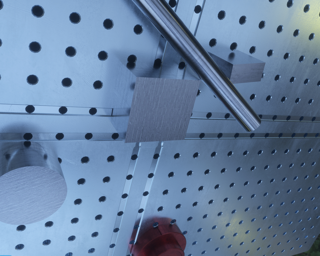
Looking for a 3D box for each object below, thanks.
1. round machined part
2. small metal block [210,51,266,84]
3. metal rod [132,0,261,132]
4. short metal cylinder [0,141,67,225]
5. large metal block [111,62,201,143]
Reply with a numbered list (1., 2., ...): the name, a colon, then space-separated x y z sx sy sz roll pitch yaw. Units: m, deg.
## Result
1. round machined part: 0.003 0.219 0.540 0.099 0.042 0.097 -14 125 -21
2. small metal block: 0.097 -0.079 0.401 0.050 0.050 0.025 -9 122 -25
3. metal rod: 0.023 -0.095 0.330 0.025 0.025 0.300 -46 119 3
4. short metal cylinder: -0.151 0.062 0.351 0.081 0.050 0.079 -14 125 -21
5. large metal block: -0.007 -0.031 0.373 0.081 0.050 0.079 -2 119 -28
